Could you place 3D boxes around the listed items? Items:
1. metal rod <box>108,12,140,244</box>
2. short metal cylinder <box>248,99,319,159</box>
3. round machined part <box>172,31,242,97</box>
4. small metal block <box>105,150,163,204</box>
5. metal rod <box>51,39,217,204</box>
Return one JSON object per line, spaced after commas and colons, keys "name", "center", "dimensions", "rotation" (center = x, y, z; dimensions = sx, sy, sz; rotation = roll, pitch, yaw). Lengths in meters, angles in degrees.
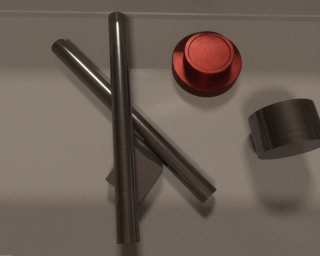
{"name": "metal rod", "center": [-0.047, -0.015, 0.387], "dimensions": [0.025, 0.025, 0.299], "rotation": [-5, 71, -2]}
{"name": "short metal cylinder", "center": [0.155, 0.004, 0.381], "dimensions": [0.081, 0.080, 0.050], "rotation": [-8, 71, -3]}
{"name": "round machined part", "center": [0.067, -0.096, 0.437], "dimensions": [0.099, 0.042, 0.098], "rotation": [0, 70, -1]}
{"name": "small metal block", "center": [-0.031, 0.060, 0.387], "dimensions": [0.050, 0.025, 0.050], "rotation": [32, 73, 10]}
{"name": "metal rod", "center": [-0.043, -0.018, 0.415], "dimensions": [0.025, 0.025, 0.300], "rotation": [-42, 76, -14]}
